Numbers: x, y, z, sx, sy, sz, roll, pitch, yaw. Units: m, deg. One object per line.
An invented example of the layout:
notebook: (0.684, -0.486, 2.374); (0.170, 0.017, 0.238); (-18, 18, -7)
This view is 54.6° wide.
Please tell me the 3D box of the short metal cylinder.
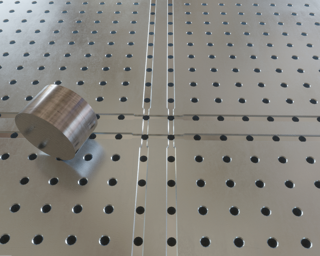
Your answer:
short metal cylinder: (-0.124, -0.006, 0.377); (0.080, 0.080, 0.050); (18, 53, 15)
